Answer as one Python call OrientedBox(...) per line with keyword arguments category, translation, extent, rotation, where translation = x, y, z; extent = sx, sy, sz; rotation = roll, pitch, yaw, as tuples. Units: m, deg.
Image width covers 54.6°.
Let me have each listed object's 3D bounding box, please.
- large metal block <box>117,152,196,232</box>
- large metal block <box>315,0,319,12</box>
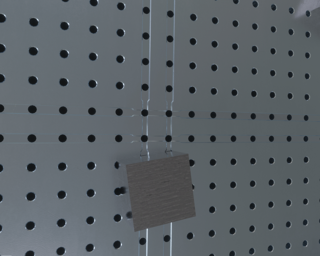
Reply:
OrientedBox(category="large metal block", translation=(-0.006, 0.077, 0.397), extent=(0.081, 0.050, 0.080), rotation=(-8, 93, -20))
OrientedBox(category="large metal block", translation=(0.321, -0.219, 0.516), extent=(0.080, 0.050, 0.080), rotation=(28, 81, -18))
